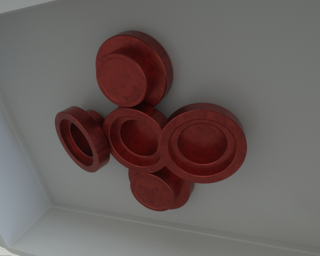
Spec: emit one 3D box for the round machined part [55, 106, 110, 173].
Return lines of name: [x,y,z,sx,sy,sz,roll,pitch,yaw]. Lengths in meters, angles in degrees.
round machined part: [-0.104,0.012,0.448,0.098,0.042,0.097,28,135,32]

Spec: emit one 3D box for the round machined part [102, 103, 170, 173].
round machined part: [-0.024,0.009,0.413,0.098,0.042,0.097,13,124,21]

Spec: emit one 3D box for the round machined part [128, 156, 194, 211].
round machined part: [-0.004,0.081,0.448,0.098,0.042,0.097,13,124,21]

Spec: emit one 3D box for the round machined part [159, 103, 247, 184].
round machined part: [0.050,0.014,0.367,0.098,0.042,0.097,4,118,7]

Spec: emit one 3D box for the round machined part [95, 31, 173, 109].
round machined part: [-0.038,-0.064,0.376,0.098,0.042,0.097,13,124,21]
